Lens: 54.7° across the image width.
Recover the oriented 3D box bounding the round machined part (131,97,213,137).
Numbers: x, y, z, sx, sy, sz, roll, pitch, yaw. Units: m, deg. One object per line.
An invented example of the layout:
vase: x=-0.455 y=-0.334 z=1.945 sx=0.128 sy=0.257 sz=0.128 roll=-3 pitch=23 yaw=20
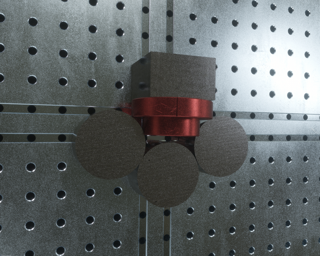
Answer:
round machined part: x=0.014 y=-0.011 z=0.377 sx=0.099 sy=0.098 sz=0.042 roll=2 pitch=89 yaw=-20

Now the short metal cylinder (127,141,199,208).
short metal cylinder: x=0.003 y=0.057 z=0.401 sx=0.081 sy=0.050 sz=0.079 roll=0 pitch=90 yaw=-20

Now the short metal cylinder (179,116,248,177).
short metal cylinder: x=0.072 y=0.024 z=0.426 sx=0.081 sy=0.050 sz=0.079 roll=0 pitch=90 yaw=-20

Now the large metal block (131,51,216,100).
large metal block: x=0.014 y=-0.058 z=0.388 sx=0.081 sy=0.080 sz=0.050 roll=1 pitch=90 yaw=-20

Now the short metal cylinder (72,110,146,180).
short metal cylinder: x=-0.063 y=0.019 z=0.376 sx=0.081 sy=0.050 sz=0.079 roll=0 pitch=90 yaw=-20
